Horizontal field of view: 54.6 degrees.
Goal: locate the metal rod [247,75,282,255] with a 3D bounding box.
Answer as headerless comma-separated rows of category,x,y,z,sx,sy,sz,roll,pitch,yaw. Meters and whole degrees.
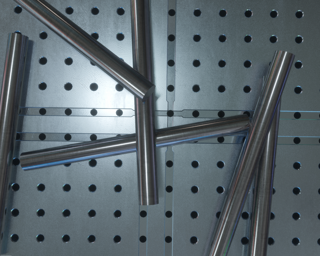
metal rod,0.138,0.080,0.414,0.025,0.025,0.298,5,90,0

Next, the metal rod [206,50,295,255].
metal rod,0.112,0.050,0.399,0.025,0.025,0.298,17,96,0

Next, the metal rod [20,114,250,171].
metal rod,-0.032,0.019,0.413,0.302,0.025,0.025,-10,90,0

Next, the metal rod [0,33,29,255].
metal rod,-0.207,0.026,0.412,0.025,0.025,0.298,7,90,0

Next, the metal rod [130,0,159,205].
metal rod,-0.021,-0.056,0.395,0.025,0.025,0.299,-3,83,0

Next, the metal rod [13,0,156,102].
metal rod,-0.129,-0.133,0.389,0.300,0.025,0.025,38,90,9
